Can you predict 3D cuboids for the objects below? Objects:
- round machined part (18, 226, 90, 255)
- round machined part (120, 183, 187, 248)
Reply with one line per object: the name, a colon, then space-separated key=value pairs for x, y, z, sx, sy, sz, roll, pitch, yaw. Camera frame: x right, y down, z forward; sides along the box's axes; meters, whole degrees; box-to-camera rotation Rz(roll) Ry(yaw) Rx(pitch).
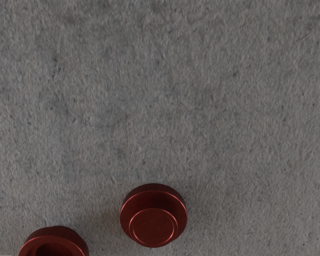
round machined part: x=-0.156 y=0.189 z=0.468 sx=0.099 sy=0.042 sz=0.097 roll=0 pitch=110 yaw=-1
round machined part: x=-0.009 y=0.133 z=0.450 sx=0.099 sy=0.042 sz=0.097 roll=0 pitch=110 yaw=-1
